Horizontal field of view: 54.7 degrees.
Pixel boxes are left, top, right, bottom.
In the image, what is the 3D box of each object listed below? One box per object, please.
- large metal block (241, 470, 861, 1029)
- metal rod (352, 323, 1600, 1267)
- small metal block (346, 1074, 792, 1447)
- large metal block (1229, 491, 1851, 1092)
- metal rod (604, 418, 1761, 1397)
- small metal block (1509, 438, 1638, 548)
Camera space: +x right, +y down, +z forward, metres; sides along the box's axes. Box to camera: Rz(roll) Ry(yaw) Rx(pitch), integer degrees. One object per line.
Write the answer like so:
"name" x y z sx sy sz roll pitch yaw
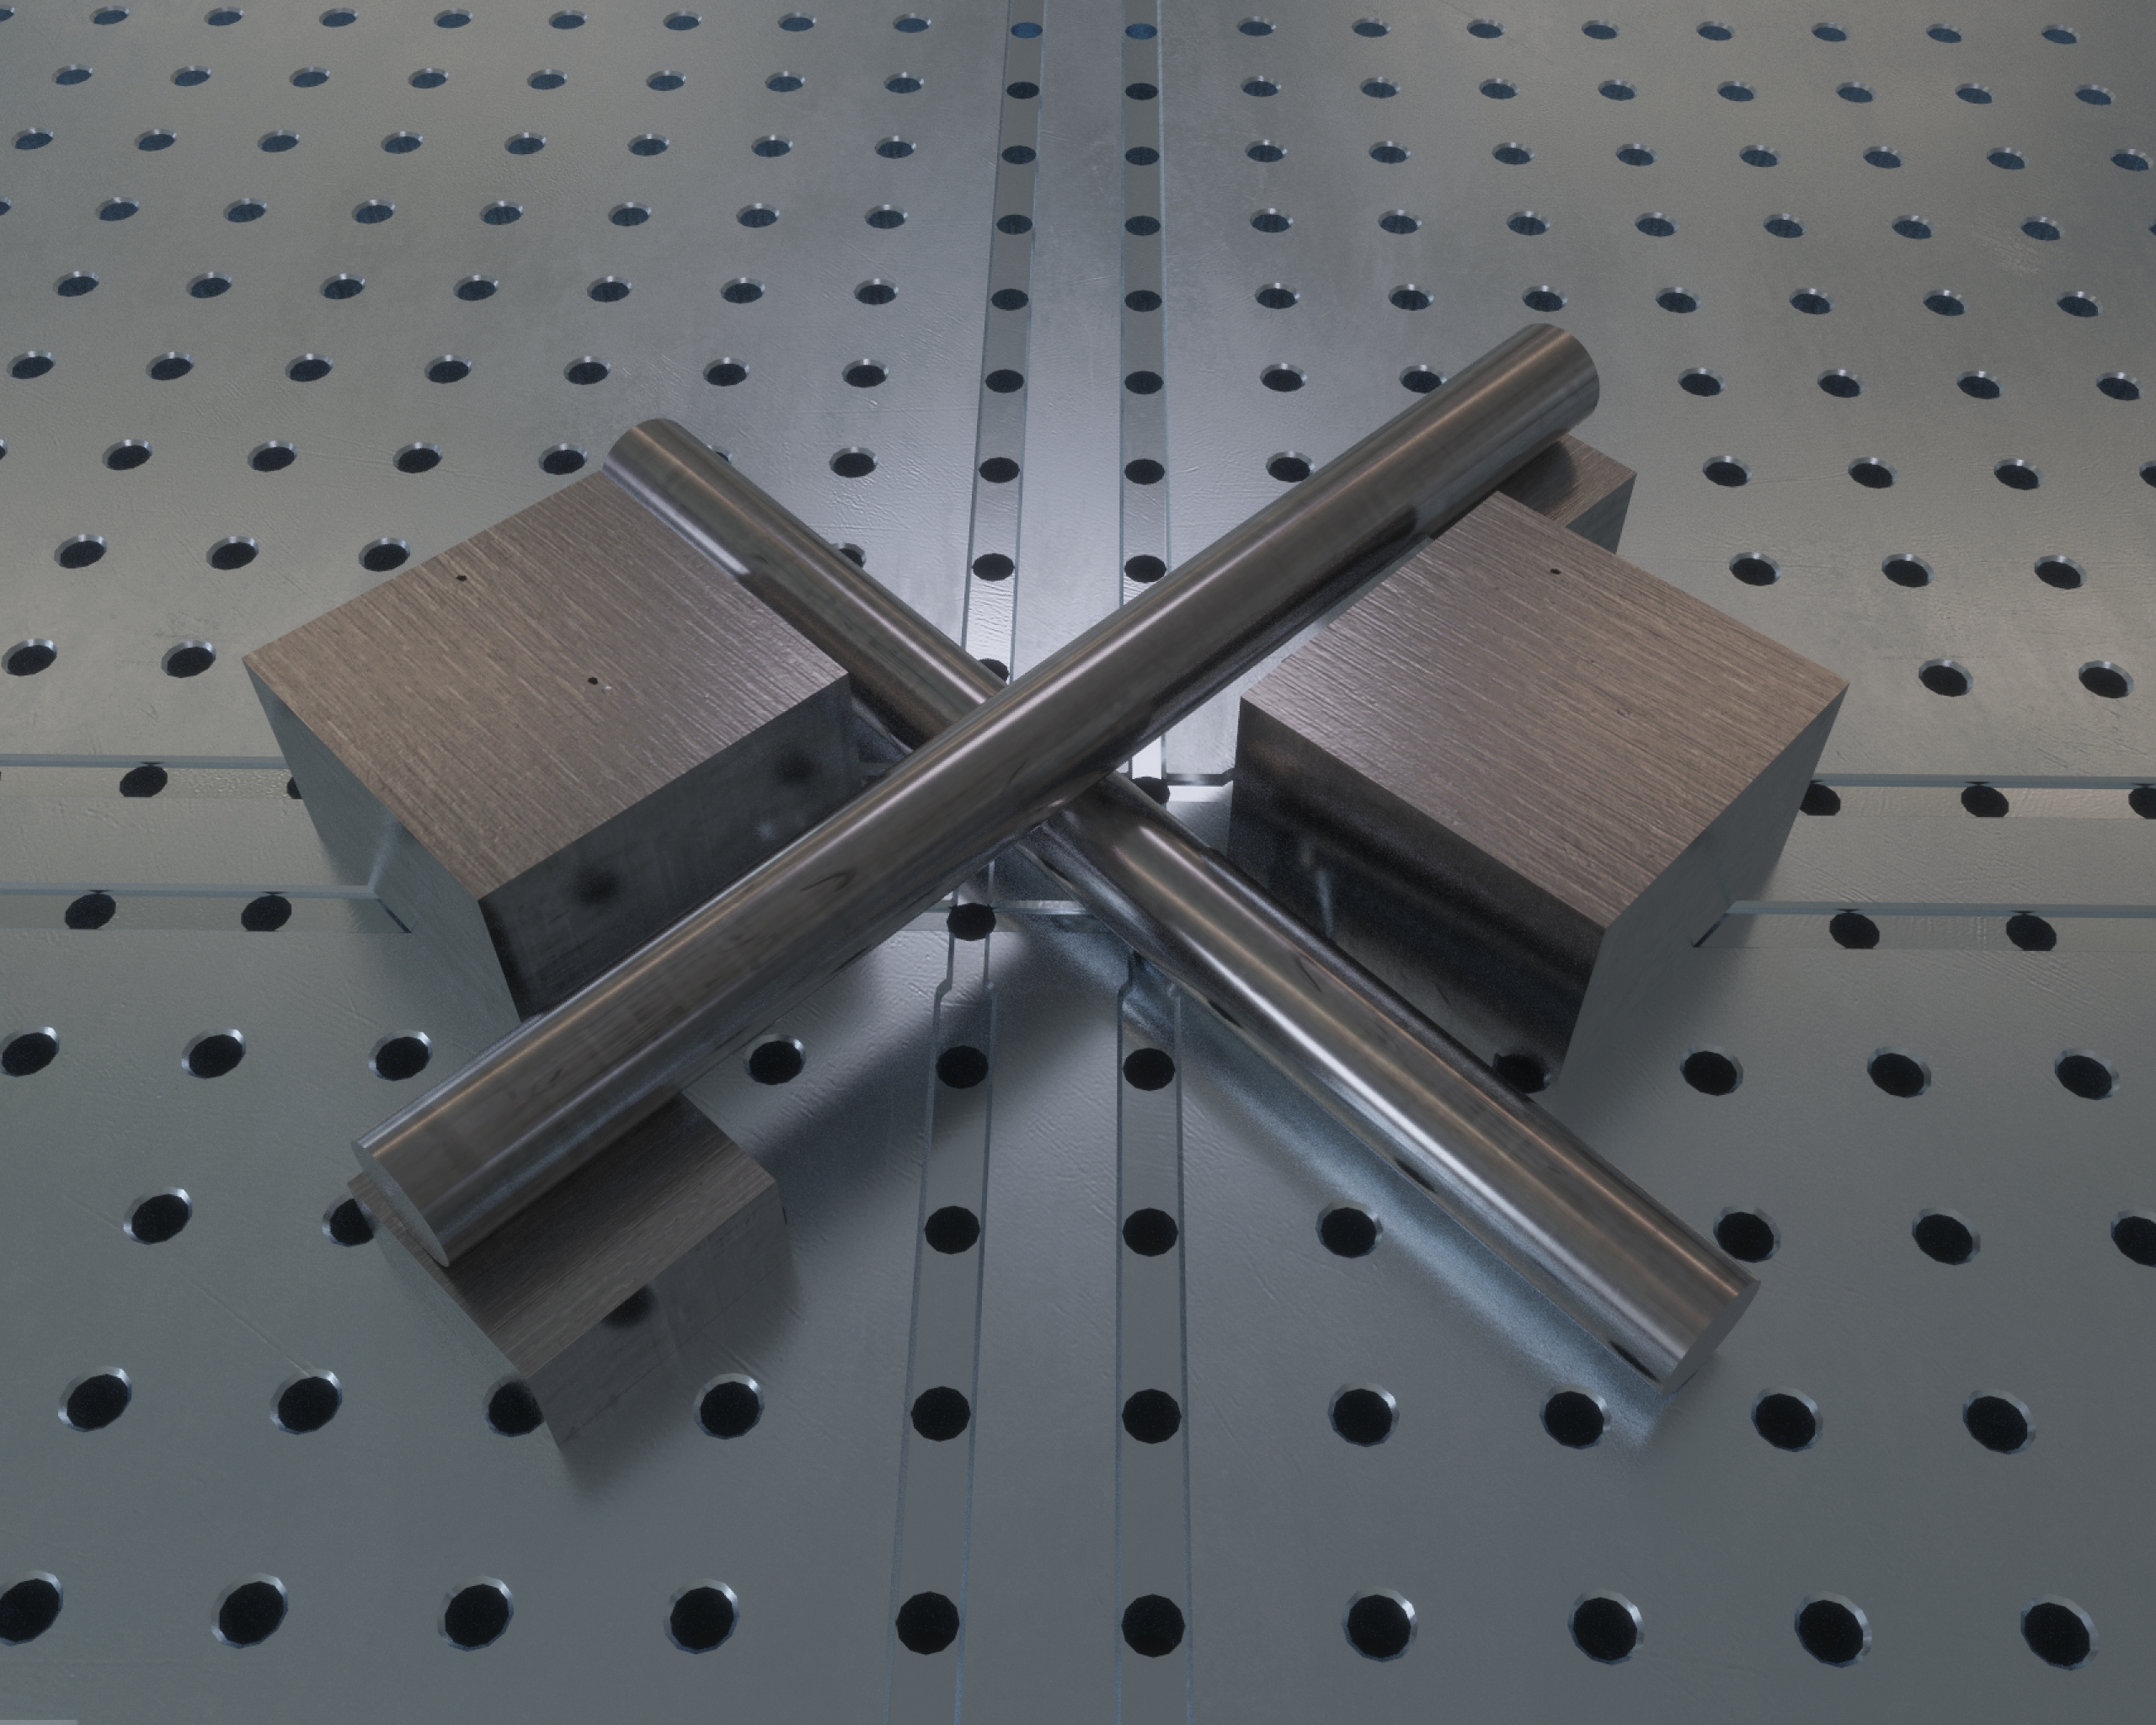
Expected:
"large metal block" -0.100 -0.021 0.408 0.080 0.050 0.080 -36 59 -26
"metal rod" 0.000 -0.028 0.398 0.025 0.025 0.302 37 59 27
"small metal block" -0.086 0.061 0.356 0.050 0.025 0.050 37 59 27
"large metal block" 0.087 -0.016 0.406 0.080 0.050 0.080 36 58 26
"metal rod" 0.002 -0.007 0.412 0.025 0.025 0.300 -35 59 -26
"small metal block" 0.089 -0.080 0.476 0.050 0.025 0.050 -37 59 -27
